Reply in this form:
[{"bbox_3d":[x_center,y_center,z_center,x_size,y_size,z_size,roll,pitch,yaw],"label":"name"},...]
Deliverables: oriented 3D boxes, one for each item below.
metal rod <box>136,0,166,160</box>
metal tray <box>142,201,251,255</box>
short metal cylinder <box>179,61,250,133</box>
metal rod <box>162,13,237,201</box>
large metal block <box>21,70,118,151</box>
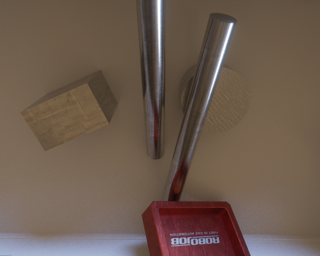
[{"bbox_3d":[-0.007,-0.062,0.312,0.025,0.025,0.298,-1,140,0],"label":"metal rod"},{"bbox_3d":[0.048,0.143,0.404,0.131,0.090,0.030,8,136,-28],"label":"metal tray"},{"bbox_3d":[0.065,-0.040,0.384,0.081,0.050,0.079,0,110,-1],"label":"short metal cylinder"},{"bbox_3d":[0.033,0.016,0.370,0.025,0.025,0.298,9,128,-4],"label":"metal rod"},{"bbox_3d":[-0.102,-0.024,0.372,0.080,0.080,0.050,-22,109,8],"label":"large metal block"}]
